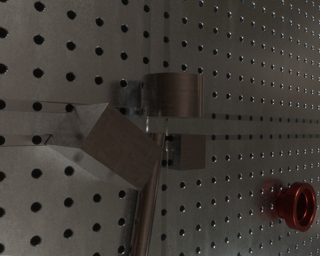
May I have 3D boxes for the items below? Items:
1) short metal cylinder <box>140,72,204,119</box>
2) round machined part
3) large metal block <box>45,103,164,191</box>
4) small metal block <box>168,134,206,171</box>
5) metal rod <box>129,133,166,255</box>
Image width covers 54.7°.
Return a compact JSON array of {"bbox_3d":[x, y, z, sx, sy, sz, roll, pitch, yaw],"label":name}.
[{"bbox_3d":[0.015,-0.038,0.388,0.081,0.080,0.050,0,90,-40],"label":"short metal cylinder"},{"bbox_3d":[0.278,0.159,0.636,0.099,0.042,0.097,0,90,-40],"label":"round machined part"},{"bbox_3d":[-0.058,0.020,0.326,0.080,0.080,0.050,42,64,-32],"label":"large metal block"},{"bbox_3d":[0.039,0.034,0.445,0.050,0.025,0.050,3,89,-40],"label":"small metal block"},{"bbox_3d":[-0.026,0.155,0.389,0.025,0.025,0.298,14,81,-40],"label":"metal rod"}]
